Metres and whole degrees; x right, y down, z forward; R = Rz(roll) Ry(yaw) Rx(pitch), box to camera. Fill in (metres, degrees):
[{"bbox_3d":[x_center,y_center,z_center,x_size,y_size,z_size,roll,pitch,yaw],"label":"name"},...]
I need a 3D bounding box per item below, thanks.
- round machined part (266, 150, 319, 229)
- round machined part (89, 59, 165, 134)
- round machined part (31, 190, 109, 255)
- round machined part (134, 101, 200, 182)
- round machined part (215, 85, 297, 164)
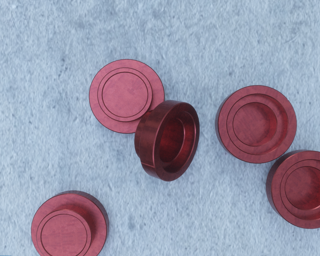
[{"bbox_3d":[0.187,0.077,0.404,0.099,0.042,0.097,0,90,-1],"label":"round machined part"},{"bbox_3d":[-0.043,-0.041,0.401,0.099,0.042,0.097,0,90,-1],"label":"round machined part"},{"bbox_3d":[-0.118,0.134,0.400,0.099,0.042,0.097,0,90,-1],"label":"round machined part"},{"bbox_3d":[0.006,0.013,0.383,0.042,0.098,0.097,14,90,35],"label":"round machined part"},{"bbox_3d":[0.121,-0.005,0.403,0.099,0.042,0.097,0,90,-1],"label":"round machined part"}]
